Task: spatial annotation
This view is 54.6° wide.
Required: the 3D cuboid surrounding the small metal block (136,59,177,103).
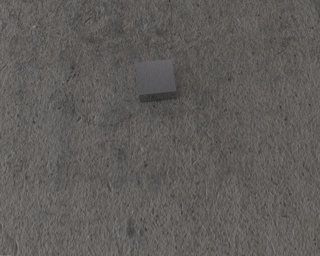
[{"bbox_3d":[-0.006,-0.066,0.432,0.050,0.025,0.050,-6,70,-3],"label":"small metal block"}]
